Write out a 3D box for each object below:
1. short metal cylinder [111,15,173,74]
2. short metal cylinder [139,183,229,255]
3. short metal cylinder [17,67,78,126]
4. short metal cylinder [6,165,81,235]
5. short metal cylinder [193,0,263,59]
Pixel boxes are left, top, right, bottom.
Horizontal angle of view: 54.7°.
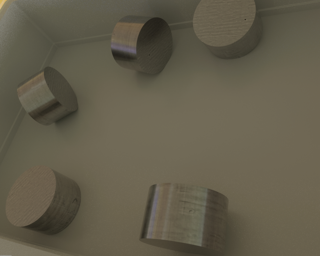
[{"bbox_3d":[-0.026,-0.124,0.460,0.050,0.080,0.080,19,72,35],"label":"short metal cylinder"},{"bbox_3d":[0.024,0.091,0.302,0.080,0.080,0.050,-3,61,27],"label":"short metal cylinder"},{"bbox_3d":[-0.177,-0.051,0.495,0.050,0.080,0.080,-28,52,11],"label":"short metal cylinder"},{"bbox_3d":[-0.154,0.096,0.412,0.080,0.050,0.080,-13,56,21],"label":"short metal cylinder"},{"bbox_3d":[0.091,-0.138,0.410,0.080,0.050,0.080,-4,81,27],"label":"short metal cylinder"}]
